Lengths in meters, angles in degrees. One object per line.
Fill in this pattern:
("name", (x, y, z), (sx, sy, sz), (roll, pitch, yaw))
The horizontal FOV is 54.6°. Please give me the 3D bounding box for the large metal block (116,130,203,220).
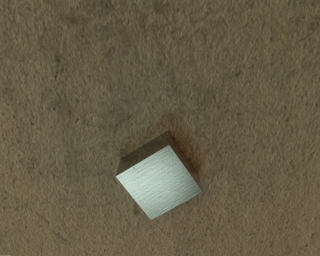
("large metal block", (0.000, 0.063, 0.420), (0.080, 0.050, 0.080), (-32, 107, 11))
